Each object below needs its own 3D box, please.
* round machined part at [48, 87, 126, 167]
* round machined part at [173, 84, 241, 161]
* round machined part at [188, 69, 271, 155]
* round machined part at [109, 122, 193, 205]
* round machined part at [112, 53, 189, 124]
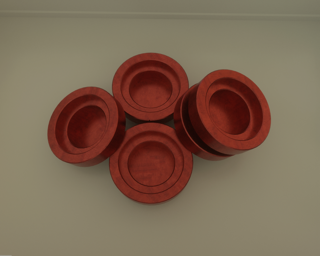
[{"bbox_3d":[-0.086,0.001,0.387,0.098,0.042,0.098,-7,68,19],"label":"round machined part"},{"bbox_3d":[0.061,-0.006,0.390,0.099,0.042,0.098,8,68,-21],"label":"round machined part"},{"bbox_3d":[0.077,-0.016,0.364,0.099,0.042,0.098,8,68,-21],"label":"round machined part"},{"bbox_3d":[-0.010,0.045,0.381,0.099,0.042,0.098,0,70,0],"label":"round machined part"},{"bbox_3d":[-0.012,-0.048,0.416,0.099,0.042,0.098,0,70,0],"label":"round machined part"}]
